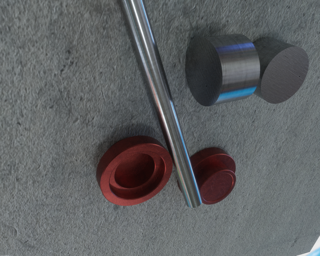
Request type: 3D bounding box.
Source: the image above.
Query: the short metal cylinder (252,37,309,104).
[{"bbox_3d":[0.155,-0.080,0.428,0.081,0.050,0.079,-14,125,-21],"label":"short metal cylinder"}]

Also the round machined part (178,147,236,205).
[{"bbox_3d":[0.081,0.083,0.494,0.099,0.042,0.097,-14,125,-21],"label":"round machined part"}]

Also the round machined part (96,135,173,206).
[{"bbox_3d":[-0.036,0.051,0.409,0.099,0.042,0.097,-14,125,-21],"label":"round machined part"}]

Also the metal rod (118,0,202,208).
[{"bbox_3d":[0.010,-0.012,0.384,0.025,0.025,0.298,-26,122,-13],"label":"metal rod"}]

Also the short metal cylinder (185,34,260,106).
[{"bbox_3d":[0.072,-0.069,0.369,0.050,0.080,0.079,-13,124,-22],"label":"short metal cylinder"}]
